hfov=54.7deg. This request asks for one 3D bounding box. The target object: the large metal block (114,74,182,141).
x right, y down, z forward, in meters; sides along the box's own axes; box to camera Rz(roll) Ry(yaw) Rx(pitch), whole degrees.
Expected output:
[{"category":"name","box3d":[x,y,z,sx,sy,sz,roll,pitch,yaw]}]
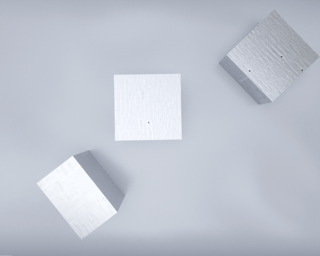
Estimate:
[{"category":"large metal block","box3d":[-0.015,-0.025,0.399,0.081,0.050,0.079,-1,90,-1]}]

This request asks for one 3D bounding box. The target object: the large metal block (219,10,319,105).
[{"category":"large metal block","box3d":[0.137,-0.088,0.401,0.080,0.050,0.080,-44,91,0]}]

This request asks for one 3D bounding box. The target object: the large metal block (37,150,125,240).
[{"category":"large metal block","box3d":[-0.092,0.077,0.383,0.050,0.080,0.080,-38,90,0]}]
